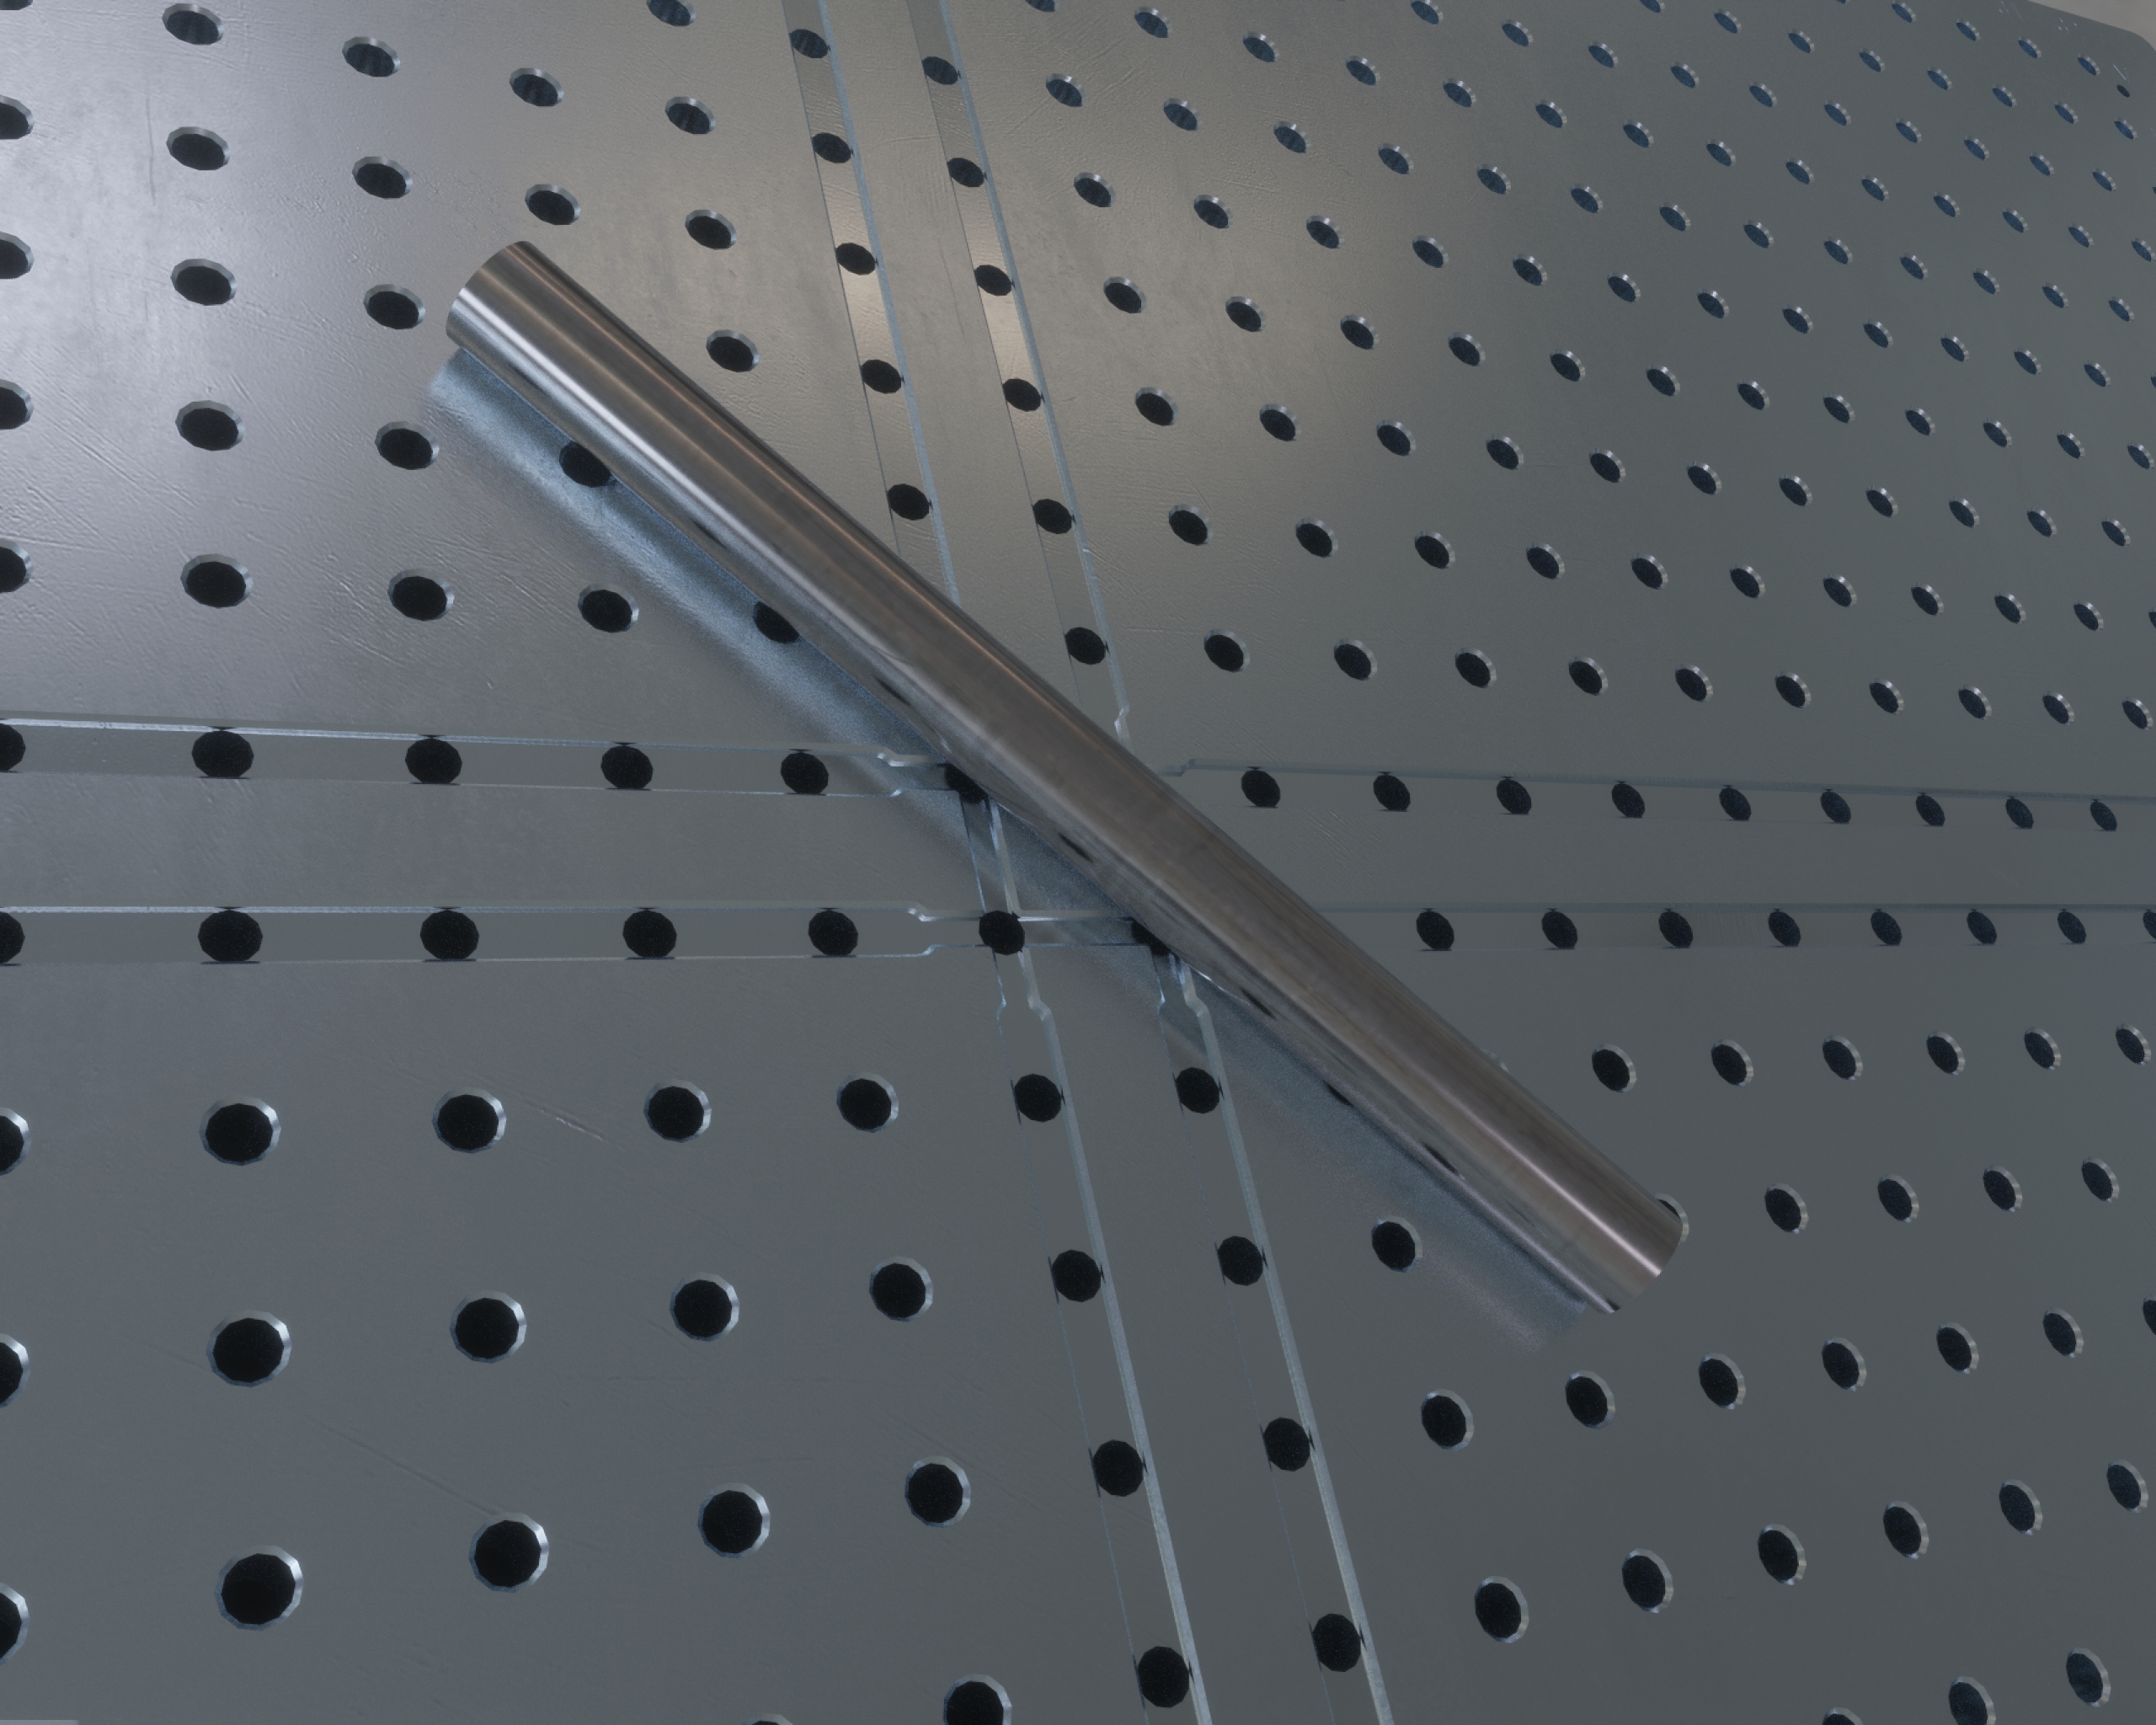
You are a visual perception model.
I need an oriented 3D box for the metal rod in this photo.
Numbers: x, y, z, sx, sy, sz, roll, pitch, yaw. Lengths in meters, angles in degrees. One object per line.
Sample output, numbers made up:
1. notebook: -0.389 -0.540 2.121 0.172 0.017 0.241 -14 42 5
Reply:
1. metal rod: -0.002 -0.016 0.417 0.300 0.025 0.025 40 51 -1
